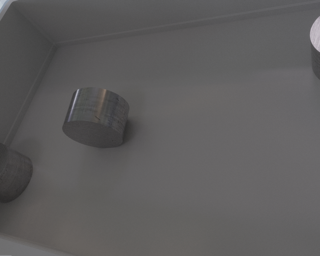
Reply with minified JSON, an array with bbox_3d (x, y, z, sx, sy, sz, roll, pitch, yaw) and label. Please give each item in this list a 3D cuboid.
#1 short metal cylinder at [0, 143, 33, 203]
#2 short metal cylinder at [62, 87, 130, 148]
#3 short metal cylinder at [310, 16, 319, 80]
[{"bbox_3d":[-0.246,0.069,0.477,0.080,0.050,0.080,-13,56,21],"label":"short metal cylinder"},{"bbox_3d":[-0.086,-0.012,0.423,0.080,0.080,0.050,-6,59,25],"label":"short metal cylinder"},{"bbox_3d":[0.208,-0.089,0.335,0.080,0.050,0.080,-13,56,21],"label":"short metal cylinder"}]
